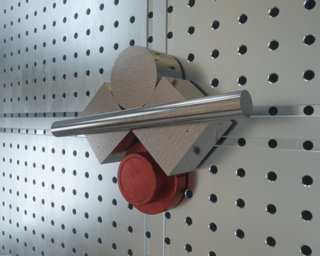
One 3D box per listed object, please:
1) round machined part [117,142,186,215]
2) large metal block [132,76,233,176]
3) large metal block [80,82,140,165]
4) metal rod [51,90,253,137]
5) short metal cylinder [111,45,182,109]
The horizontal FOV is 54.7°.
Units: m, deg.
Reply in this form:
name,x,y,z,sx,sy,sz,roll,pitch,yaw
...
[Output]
name,x,y,z,sx,sy,sz,roll,pitch,yaw
round machined part,-0.018,0.065,0.408,0.098,0.042,0.097,0,90,40
large metal block,0.023,-0.003,0.366,0.080,0.050,0.080,50,120,28
large metal block,-0.063,-0.006,0.439,0.080,0.050,0.080,-47,64,29
metal rod,-0.038,-0.010,0.368,0.300,0.025,0.025,-6,86,40
short metal cylinder,-0.018,-0.062,0.403,0.080,0.050,0.079,0,90,40
